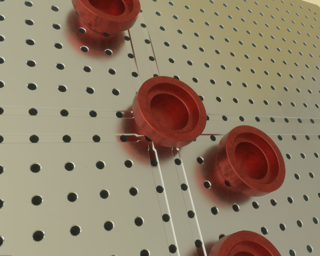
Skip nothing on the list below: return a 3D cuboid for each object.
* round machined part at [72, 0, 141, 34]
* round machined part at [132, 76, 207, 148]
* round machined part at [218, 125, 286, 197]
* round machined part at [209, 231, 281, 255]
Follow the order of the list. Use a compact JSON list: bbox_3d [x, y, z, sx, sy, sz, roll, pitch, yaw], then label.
[{"bbox_3d":[-0.082,-0.180,0.462,0.099,0.042,0.098,13,56,-21],"label":"round machined part"},{"bbox_3d":[0.009,-0.018,0.412,0.099,0.042,0.098,13,56,-21],"label":"round machined part"},{"bbox_3d":[0.122,0.049,0.432,0.099,0.042,0.098,13,56,-21],"label":"round machined part"},{"bbox_3d":[0.093,0.169,0.344,0.099,0.042,0.098,13,56,-21],"label":"round machined part"}]
